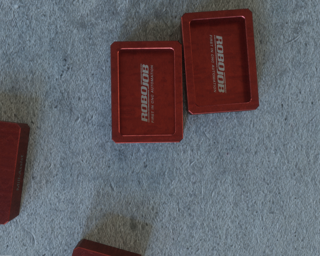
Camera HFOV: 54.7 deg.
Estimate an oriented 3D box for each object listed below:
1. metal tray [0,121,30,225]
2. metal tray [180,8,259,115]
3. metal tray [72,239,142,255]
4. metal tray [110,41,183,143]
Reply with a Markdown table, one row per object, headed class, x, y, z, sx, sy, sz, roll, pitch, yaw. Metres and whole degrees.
| class | x | y | z | sx | sy | sz | roll | pitch | yaw |
| --- | --- | --- | --- | --- | --- | --- | --- | --- | --- |
| metal tray | -0.229 | 0.053 | 0.406 | 0.091 | 0.030 | 0.129 | 7 | 90 | 0 |
| metal tray | 0.077 | -0.085 | 0.407 | 0.091 | 0.030 | 0.129 | -4 | 90 | 0 |
| metal tray | -0.083 | 0.223 | 0.406 | 0.090 | 0.030 | 0.129 | 16 | 90 | 0 |
| metal tray | -0.017 | -0.046 | 0.407 | 0.091 | 0.030 | 0.129 | -1 | 90 | 0 |
